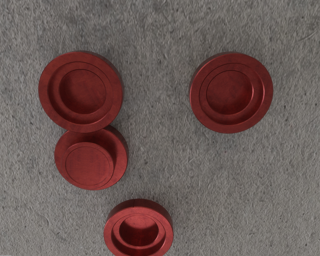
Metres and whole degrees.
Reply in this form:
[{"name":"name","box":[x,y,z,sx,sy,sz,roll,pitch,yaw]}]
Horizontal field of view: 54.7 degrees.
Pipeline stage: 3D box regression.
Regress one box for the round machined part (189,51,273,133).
[{"name":"round machined part","box":[0.084,-0.046,0.384,0.099,0.042,0.097,0,110,0]}]

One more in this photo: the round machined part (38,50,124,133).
[{"name":"round machined part","box":[-0.093,-0.046,0.382,0.099,0.042,0.097,0,109,0]}]

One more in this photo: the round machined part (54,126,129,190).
[{"name":"round machined part","box":[-0.093,0.042,0.415,0.099,0.042,0.097,0,110,0]}]

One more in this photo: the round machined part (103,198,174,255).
[{"name":"round machined part","box":[-0.030,0.144,0.454,0.099,0.042,0.097,0,110,0]}]
